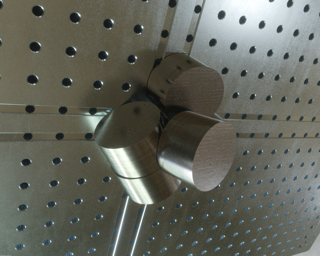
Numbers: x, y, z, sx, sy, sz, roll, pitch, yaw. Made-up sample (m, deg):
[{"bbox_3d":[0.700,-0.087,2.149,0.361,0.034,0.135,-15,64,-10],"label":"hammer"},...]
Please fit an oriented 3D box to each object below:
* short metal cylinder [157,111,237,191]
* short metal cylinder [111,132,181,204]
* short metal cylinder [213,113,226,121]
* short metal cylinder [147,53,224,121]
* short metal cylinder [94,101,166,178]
[{"bbox_3d":[0.043,0.025,0.352,0.081,0.050,0.079,-20,120,-41],"label":"short metal cylinder"},{"bbox_3d":[-0.016,0.050,0.399,0.080,0.080,0.050,-30,129,-10],"label":"short metal cylinder"},{"bbox_3d":[0.055,0.012,0.434,0.081,0.050,0.079,-14,125,-21],"label":"short metal cylinder"},{"bbox_3d":[0.031,-0.046,0.384,0.081,0.050,0.079,-14,125,-21],"label":"short metal cylinder"},{"bbox_3d":[-0.030,0.013,0.368,0.080,0.080,0.050,-30,129,-10],"label":"short metal cylinder"}]
